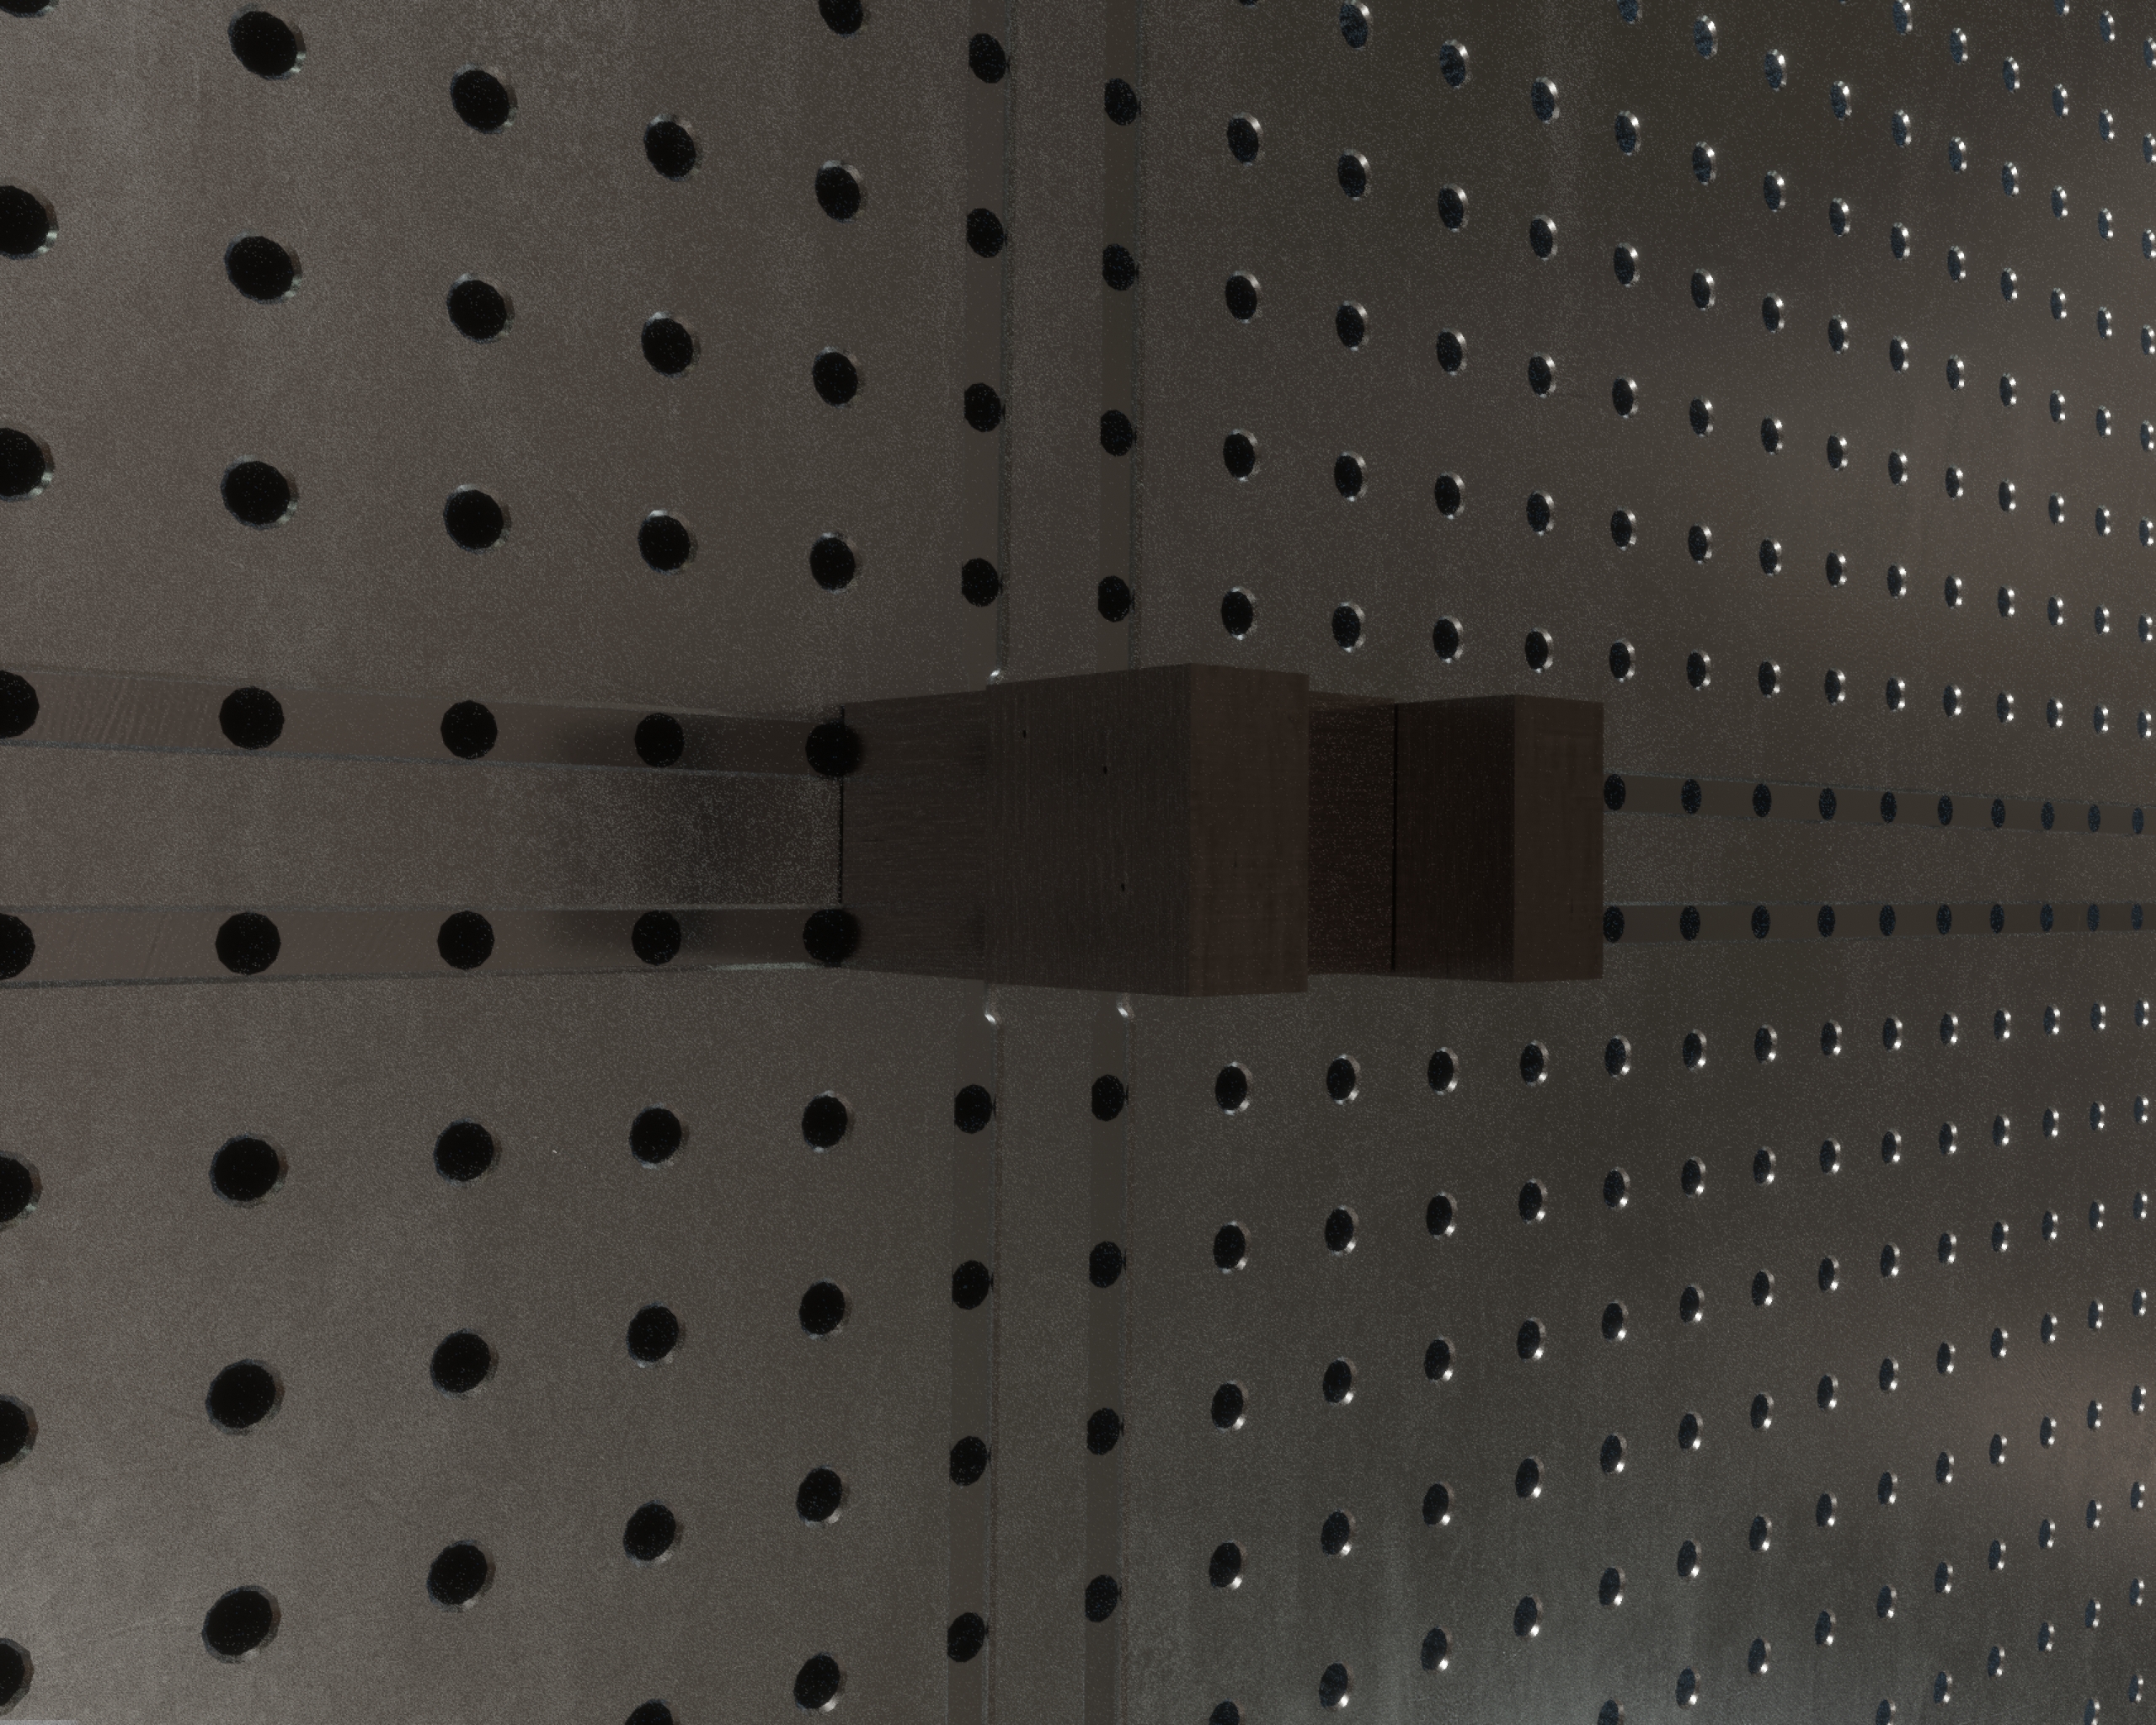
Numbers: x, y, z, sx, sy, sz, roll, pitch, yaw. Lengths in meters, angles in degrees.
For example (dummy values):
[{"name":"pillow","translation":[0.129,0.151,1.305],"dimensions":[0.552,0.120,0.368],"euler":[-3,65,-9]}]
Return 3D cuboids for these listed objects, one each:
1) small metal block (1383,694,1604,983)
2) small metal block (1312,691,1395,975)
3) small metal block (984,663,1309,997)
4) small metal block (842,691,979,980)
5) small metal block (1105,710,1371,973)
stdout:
[{"name":"small metal block","translation":[0.069,-0.004,0.386],"dimensions":[0.025,0.050,0.050],"euler":[1,89,-40]},{"name":"small metal block","translation":[0.030,-0.005,0.372],"dimensions":[0.050,0.025,0.050],"euler":[1,90,-40]},{"name":"small metal block","translation":[0.010,-0.005,0.337],"dimensions":[0.025,0.050,0.050],"euler":[1,89,-40]},{"name":"small metal block","translation":[-0.018,-0.005,0.379],"dimensions":[0.025,0.050,0.050],"euler":[1,90,-40]},{"name":"small metal block","translation":[0.032,-0.004,0.421],"dimensions":[0.025,0.050,0.050],"euler":[-1,91,-40]}]
